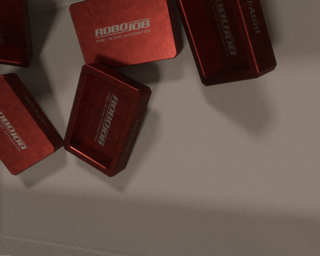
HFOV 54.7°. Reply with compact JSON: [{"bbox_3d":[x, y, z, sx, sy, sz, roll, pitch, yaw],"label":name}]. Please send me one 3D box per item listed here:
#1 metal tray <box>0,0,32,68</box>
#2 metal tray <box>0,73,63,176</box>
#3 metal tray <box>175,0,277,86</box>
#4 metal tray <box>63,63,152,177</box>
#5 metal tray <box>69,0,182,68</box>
[{"bbox_3d":[-0.227,-0.140,0.420,0.091,0.129,0.030,7,60,-15],"label":"metal tray"},{"bbox_3d":[-0.218,-0.004,0.461,0.090,0.030,0.130,-30,100,17],"label":"metal tray"},{"bbox_3d":[0.066,-0.115,0.337,0.090,0.030,0.129,1,114,59],"label":"metal tray"},{"bbox_3d":[-0.074,-0.010,0.415,0.090,0.030,0.129,28,114,17],"label":"metal tray"},{"bbox_3d":[-0.044,-0.129,0.405,0.130,0.030,0.089,-6,112,19],"label":"metal tray"}]
